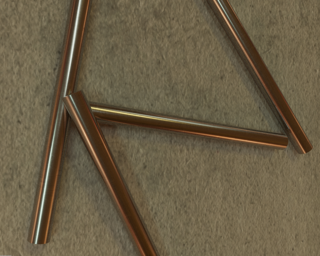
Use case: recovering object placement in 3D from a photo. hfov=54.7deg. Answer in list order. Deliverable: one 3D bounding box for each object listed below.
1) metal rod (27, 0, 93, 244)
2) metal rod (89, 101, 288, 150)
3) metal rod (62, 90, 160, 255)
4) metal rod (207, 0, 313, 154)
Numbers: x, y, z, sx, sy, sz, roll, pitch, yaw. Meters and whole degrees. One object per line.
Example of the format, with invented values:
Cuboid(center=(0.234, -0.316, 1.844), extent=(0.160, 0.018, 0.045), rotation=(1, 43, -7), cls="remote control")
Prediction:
Cuboid(center=(-0.116, -0.017, 0.366), extent=(0.025, 0.025, 0.298), rotation=(10, 87, -20), cls="metal rod")
Cuboid(center=(0.050, 0.000, 0.428), extent=(0.302, 0.025, 0.025), rotation=(9, 87, -20), cls="metal rod")
Cuboid(center=(-0.042, 0.096, 0.381), extent=(0.025, 0.025, 0.299), rotation=(-27, 104, -18), cls="metal rod")
Cuboid(center=(0.149, -0.086, 0.465), extent=(0.025, 0.025, 0.299), rotation=(-39, 103, -16), cls="metal rod")
